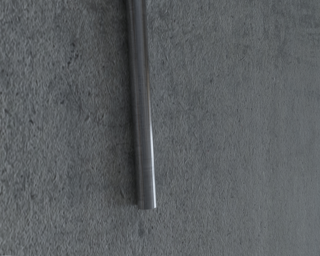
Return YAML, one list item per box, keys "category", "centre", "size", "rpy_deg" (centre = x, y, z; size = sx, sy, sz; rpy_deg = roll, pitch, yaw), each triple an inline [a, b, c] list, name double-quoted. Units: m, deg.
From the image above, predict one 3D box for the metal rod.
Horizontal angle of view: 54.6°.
- category: "metal rod"
  centre: [-0.024, -0.050, 0.383]
  size: [0.025, 0.025, 0.298]
  rpy_deg: [-5, 93, -40]
